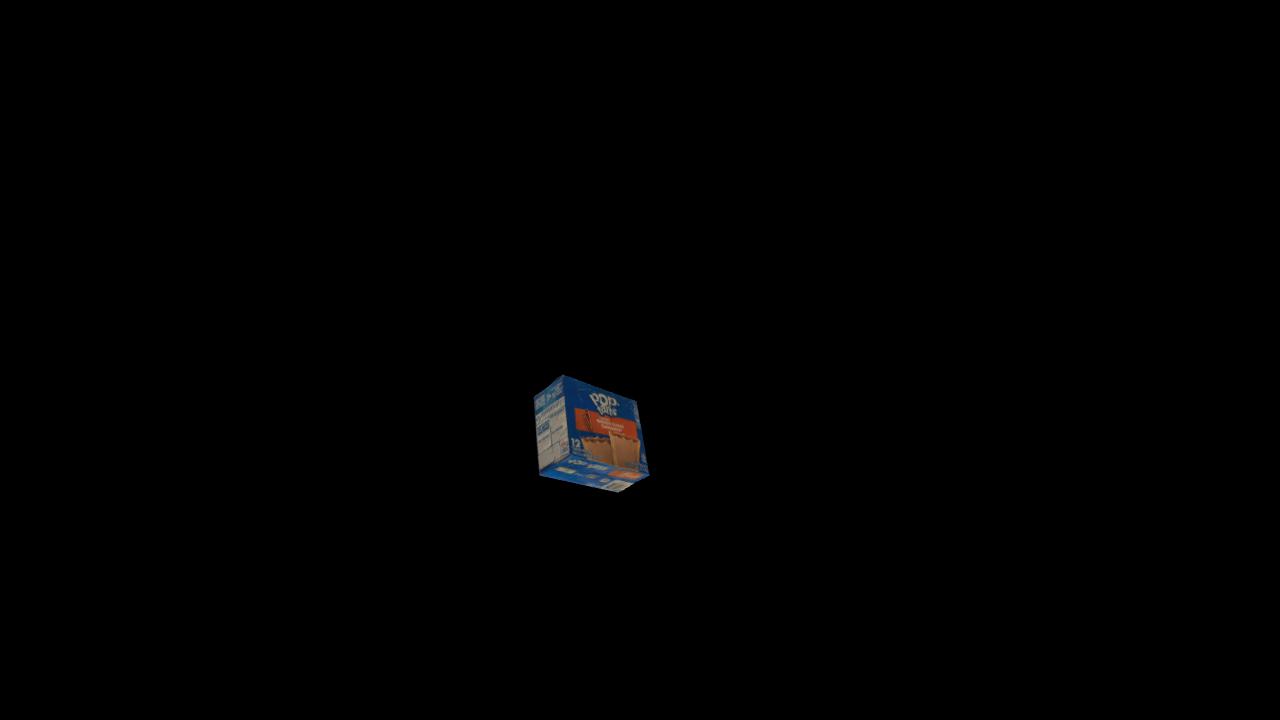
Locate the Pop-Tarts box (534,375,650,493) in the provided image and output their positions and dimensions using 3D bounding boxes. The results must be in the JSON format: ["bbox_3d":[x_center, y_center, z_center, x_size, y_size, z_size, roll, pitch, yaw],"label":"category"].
[{"bbox_3d":[-0.078,0.122,0.987,0.083,0.141,0.167,-34,-40,31],"label":"Pop-Tarts box"}]
